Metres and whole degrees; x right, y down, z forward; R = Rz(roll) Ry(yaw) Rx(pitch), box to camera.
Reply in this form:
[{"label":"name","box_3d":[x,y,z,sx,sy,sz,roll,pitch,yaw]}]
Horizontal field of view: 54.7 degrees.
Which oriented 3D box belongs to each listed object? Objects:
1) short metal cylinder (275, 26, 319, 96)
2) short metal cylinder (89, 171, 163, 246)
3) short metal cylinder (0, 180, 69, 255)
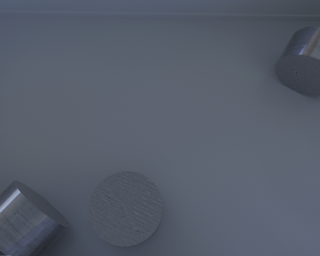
[{"label":"short metal cylinder","box_3d":[0.204,-0.088,0.414,0.080,0.080,0.050,30,73,10]},{"label":"short metal cylinder","box_3d":[-0.037,0.095,0.361,0.081,0.050,0.080,0,70,0]},{"label":"short metal cylinder","box_3d":[-0.149,0.103,0.342,0.080,0.080,0.050,38,75,12]}]
